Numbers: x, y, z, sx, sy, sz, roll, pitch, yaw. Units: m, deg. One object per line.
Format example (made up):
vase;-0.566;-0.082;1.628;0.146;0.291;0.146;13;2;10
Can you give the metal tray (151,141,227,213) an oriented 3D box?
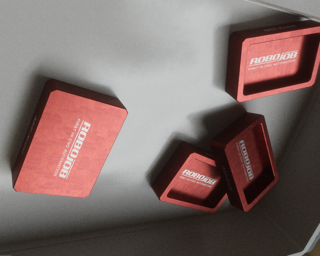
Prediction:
metal tray;0.062;0.082;0.489;0.131;0.030;0.090;24;106;-37

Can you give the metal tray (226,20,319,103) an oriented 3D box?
metal tray;0.158;-0.092;0.426;0.131;0.030;0.089;-13;125;-15

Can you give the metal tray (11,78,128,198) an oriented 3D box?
metal tray;-0.105;0.018;0.359;0.091;0.030;0.129;15;110;-35

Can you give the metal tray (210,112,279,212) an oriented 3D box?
metal tray;0.134;0.052;0.478;0.091;0.030;0.129;-35;118;-25
